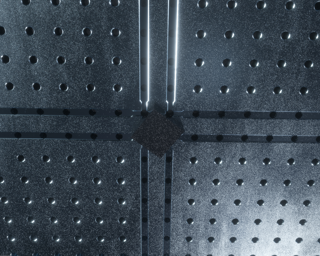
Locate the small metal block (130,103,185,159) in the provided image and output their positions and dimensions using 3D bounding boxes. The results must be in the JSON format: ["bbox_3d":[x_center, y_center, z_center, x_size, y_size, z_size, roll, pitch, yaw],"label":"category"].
[{"bbox_3d":[-0.003,0.004,0.415,0.050,0.025,0.050,37,106,-13],"label":"small metal block"}]
